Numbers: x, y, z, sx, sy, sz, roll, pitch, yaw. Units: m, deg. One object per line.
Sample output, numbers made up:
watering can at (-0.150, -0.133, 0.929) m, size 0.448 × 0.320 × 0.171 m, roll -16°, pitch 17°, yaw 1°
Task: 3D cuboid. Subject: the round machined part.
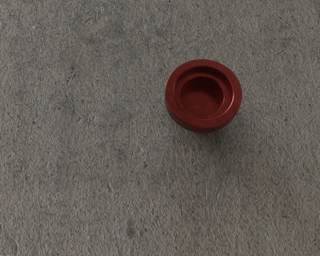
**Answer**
round machined part at (0.055, -0.039, 0.414) m, size 0.099 × 0.042 × 0.098 m, roll 0°, pitch 70°, yaw 0°
